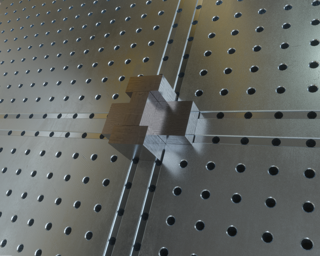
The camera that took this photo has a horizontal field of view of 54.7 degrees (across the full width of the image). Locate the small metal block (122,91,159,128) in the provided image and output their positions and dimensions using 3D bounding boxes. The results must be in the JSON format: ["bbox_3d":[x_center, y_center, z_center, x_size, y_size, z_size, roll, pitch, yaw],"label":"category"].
[{"bbox_3d":[-0.020,-0.013,0.409,0.025,0.050,0.050,1,62,28],"label":"small metal block"}]

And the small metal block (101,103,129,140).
[{"bbox_3d":[-0.048,-0.008,0.436,0.050,0.025,0.050,1,62,28],"label":"small metal block"}]

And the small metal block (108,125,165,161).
[{"bbox_3d":[-0.028,0.020,0.393,0.050,0.050,0.025,1,62,28],"label":"small metal block"}]

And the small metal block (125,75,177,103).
[{"bbox_3d":[-0.011,-0.047,0.425,0.050,0.050,0.025,1,62,28],"label":"small metal block"}]

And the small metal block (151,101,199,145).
[{"bbox_3d":[0.019,-0.007,0.401,0.050,0.025,0.050,1,62,28],"label":"small metal block"}]
